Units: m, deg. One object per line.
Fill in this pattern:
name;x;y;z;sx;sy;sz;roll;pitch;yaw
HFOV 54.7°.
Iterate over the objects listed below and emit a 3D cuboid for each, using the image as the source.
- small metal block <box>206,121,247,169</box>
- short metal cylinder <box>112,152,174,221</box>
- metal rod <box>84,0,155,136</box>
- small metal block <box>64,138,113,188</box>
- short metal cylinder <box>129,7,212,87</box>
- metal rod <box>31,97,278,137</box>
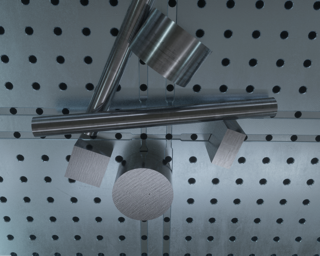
small metal block;0.085;0.018;0.407;0.025;0.050;0.050;19;109;-7
short metal cylinder;-0.022;0.080;0.429;0.081;0.050;0.079;0;110;0
metal rod;-0.032;-0.123;0.367;0.025;0.025;0.298;24;108;-9
small metal block;-0.099;0.049;0.430;0.050;0.025;0.050;19;109;-7
short metal cylinder;0.012;-0.090;0.351;0.080;0.080;0.050;34;107;-12
metal rod;-0.002;-0.014;0.390;0.302;0.025;0.025;-5;110;-6
